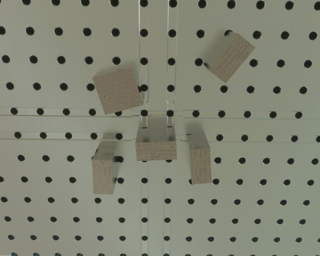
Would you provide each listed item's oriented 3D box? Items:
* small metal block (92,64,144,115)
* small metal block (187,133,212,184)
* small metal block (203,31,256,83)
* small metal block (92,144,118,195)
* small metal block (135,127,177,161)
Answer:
[{"bbox_3d":[-0.052,-0.049,0.395,0.050,0.025,0.050,-14,110,5],"label":"small metal block"},{"bbox_3d":[0.052,0.040,0.415,0.025,0.050,0.050,-5,110,2],"label":"small metal block"},{"bbox_3d":[0.080,-0.085,0.369,0.025,0.050,0.050,35,106,-12],"label":"small metal block"},{"bbox_3d":[-0.073,0.055,0.420,0.025,0.050,0.050,2,110,-1],"label":"small metal block"},{"bbox_3d":[-0.005,0.020,0.407,0.050,0.050,0.025,-2,110,1],"label":"small metal block"}]
